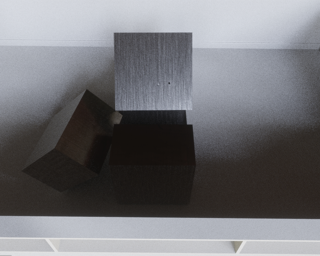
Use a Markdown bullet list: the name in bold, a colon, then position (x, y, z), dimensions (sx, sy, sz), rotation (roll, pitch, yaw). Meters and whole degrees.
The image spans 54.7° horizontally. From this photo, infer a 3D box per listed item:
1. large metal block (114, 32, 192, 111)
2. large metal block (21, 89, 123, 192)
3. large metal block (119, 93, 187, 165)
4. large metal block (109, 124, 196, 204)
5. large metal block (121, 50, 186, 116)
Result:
- **large metal block**: position (-0.007, -0.061, 0.345), dimensions (0.081, 0.079, 0.050), rotation (-1, 5, -1)
- **large metal block**: position (-0.096, 0.016, 0.342), dimensions (0.050, 0.080, 0.080), rotation (38, 46, -25)
- **large metal block**: position (-0.009, 0.001, 0.388), dimensions (0.081, 0.050, 0.080), rotation (0, 50, -1)
- **large metal block**: position (-0.007, 0.041, 0.332), dimensions (0.081, 0.080, 0.050), rotation (0, 50, 0)
- **large metal block**: position (-0.009, -0.060, 0.417), dimensions (0.081, 0.080, 0.050), rotation (-1, 50, -1)
